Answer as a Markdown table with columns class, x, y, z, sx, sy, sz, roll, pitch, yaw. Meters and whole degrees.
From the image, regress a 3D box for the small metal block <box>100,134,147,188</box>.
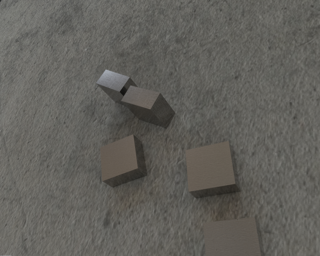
| class | x | y | z | sx | sy | sz | roll | pitch | yaw |
| --- | --- | --- | --- | --- | --- | --- | --- | --- | --- |
| small metal block | -0.048 | 0.043 | 0.401 | 0.050 | 0.025 | 0.050 | -22 | 54 | 15 |

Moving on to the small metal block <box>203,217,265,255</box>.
| class | x | y | z | sx | sy | sz | roll | pitch | yaw |
| --- | --- | --- | --- | --- | --- | --- | --- | --- | --- |
| small metal block | 0.071 | 0.116 | 0.295 | 0.050 | 0.025 | 0.050 | -13 | 56 | 20 |

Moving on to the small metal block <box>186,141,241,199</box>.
| class | x | y | z | sx | sy | sz | roll | pitch | yaw |
| --- | --- | --- | --- | --- | --- | --- | --- | --- | --- |
| small metal block | 0.058 | 0.047 | 0.344 | 0.050 | 0.025 | 0.050 | -14 | 56 | 20 |

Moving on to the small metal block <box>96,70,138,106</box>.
| class | x | y | z | sx | sy | sz | roll | pitch | yaw |
| --- | --- | --- | --- | --- | --- | --- | --- | --- | --- |
| small metal block | -0.056 | -0.055 | 0.449 | 0.050 | 0.050 | 0.025 | 23 | 74 | 36 |

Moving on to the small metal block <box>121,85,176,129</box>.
| class | x | y | z | sx | sy | sz | roll | pitch | yaw |
| --- | --- | --- | --- | --- | --- | --- | --- | --- | --- |
| small metal block | -0.015 | -0.028 | 0.411 | 0.050 | 0.050 | 0.025 | 18 | 72 | 34 |
